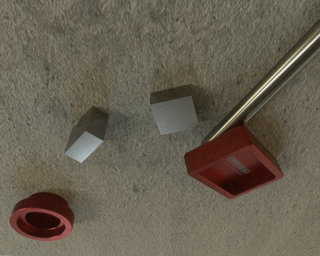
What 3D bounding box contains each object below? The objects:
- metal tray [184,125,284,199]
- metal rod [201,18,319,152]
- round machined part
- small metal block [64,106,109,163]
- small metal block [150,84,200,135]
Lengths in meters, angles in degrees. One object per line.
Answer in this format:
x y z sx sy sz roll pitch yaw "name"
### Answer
0.105 0.053 0.429 0.090 0.030 0.130 -30 139 23 "metal tray"
0.147 -0.071 0.349 0.025 0.025 0.298 25 126 -20 "metal rod"
-0.192 0.144 0.516 0.099 0.042 0.097 -1 130 0 "round machined part"
-0.093 0.008 0.396 0.025 0.050 0.050 33 122 -25 "small metal block"
0.019 -0.022 0.389 0.050 0.025 0.050 -12 129 9 "small metal block"
